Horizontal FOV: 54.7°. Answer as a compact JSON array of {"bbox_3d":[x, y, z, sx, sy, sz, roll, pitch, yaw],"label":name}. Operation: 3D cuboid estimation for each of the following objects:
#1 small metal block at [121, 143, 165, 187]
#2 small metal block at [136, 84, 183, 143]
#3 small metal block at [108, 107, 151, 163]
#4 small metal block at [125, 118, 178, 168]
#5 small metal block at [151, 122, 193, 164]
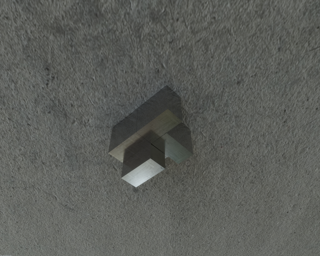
[{"bbox_3d":[-0.021,0.039,0.392,0.050,0.050,0.025,-36,122,26],"label":"small metal block"},{"bbox_3d":[-0.001,-0.017,0.377,0.050,0.050,0.025,-36,122,26],"label":"small metal block"},{"bbox_3d":[-0.038,0.009,0.399,0.050,0.050,0.025,-36,122,26],"label":"small metal block"},{"bbox_3d":[-0.012,0.022,0.427,0.050,0.025,0.050,-35,122,25],"label":"small metal block"},{"bbox_3d":[0.016,0.010,0.401,0.025,0.050,0.050,-35,122,26],"label":"small metal block"}]
